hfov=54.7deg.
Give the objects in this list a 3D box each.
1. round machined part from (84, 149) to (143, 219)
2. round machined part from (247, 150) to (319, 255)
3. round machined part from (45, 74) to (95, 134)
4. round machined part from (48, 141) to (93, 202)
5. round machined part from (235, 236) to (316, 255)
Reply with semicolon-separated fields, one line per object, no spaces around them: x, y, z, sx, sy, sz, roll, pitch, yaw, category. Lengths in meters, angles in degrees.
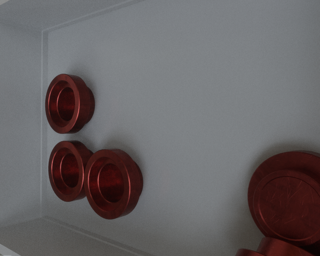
-0.063;0.078;0.448;0.098;0.042;0.097;0;90;40;round machined part
0.128;0.071;0.290;0.098;0.042;0.097;0;90;40;round machined part
-0.146;-0.039;0.517;0.098;0.042;0.097;0;90;40;round machined part
-0.139;0.069;0.511;0.098;0.042;0.097;0;90;40;round machined part
0.116;0.134;0.276;0.098;0.098;0.042;16;62;39;round machined part
